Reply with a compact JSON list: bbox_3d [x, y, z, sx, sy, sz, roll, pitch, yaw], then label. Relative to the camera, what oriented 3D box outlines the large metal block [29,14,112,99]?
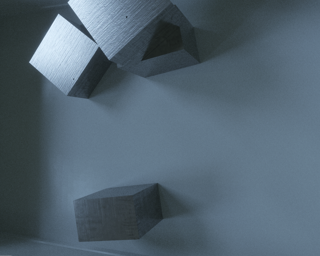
[{"bbox_3d":[-0.122,-0.099,0.440,0.080,0.050,0.080,40,103,15],"label":"large metal block"}]

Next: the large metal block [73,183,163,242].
[{"bbox_3d":[-0.051,0.106,0.399,0.080,0.080,0.050,-10,87,20],"label":"large metal block"}]

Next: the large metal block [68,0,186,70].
[{"bbox_3d":[-0.034,-0.122,0.324,0.080,0.050,0.080,-39,77,15],"label":"large metal block"}]

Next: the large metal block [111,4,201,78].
[{"bbox_3d":[-0.002,-0.101,0.382,0.080,0.080,0.050,-11,86,19],"label":"large metal block"}]
